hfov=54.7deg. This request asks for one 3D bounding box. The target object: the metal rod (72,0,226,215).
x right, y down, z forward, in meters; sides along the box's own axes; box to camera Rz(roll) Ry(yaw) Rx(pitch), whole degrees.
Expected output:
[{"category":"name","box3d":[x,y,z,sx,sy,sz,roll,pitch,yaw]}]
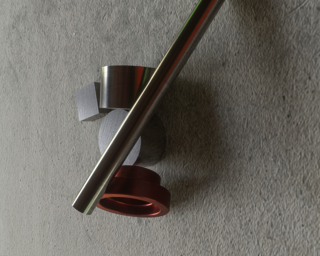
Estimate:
[{"category":"metal rod","box3d":[-0.007,-0.038,0.345,0.025,0.025,0.299,31,89,35]}]

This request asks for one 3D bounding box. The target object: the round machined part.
[{"category":"round machined part","box3d":[-0.035,0.080,0.394,0.098,0.098,0.042,-19,51,38]}]

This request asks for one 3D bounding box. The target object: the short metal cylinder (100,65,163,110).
[{"category":"short metal cylinder","box3d":[-0.036,-0.049,0.399,0.080,0.081,0.050,4,93,40]}]

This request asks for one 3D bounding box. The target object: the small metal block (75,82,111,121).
[{"category":"small metal block","box3d":[-0.107,-0.041,0.493,0.050,0.025,0.050,-17,79,38]}]

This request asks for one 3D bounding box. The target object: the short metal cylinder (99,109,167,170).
[{"category":"short metal cylinder","box3d":[-0.038,0.015,0.420,0.080,0.050,0.079,0,90,40]}]
